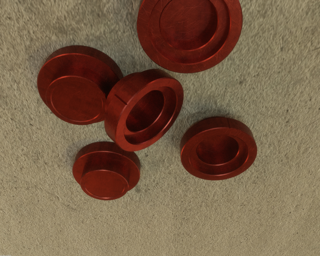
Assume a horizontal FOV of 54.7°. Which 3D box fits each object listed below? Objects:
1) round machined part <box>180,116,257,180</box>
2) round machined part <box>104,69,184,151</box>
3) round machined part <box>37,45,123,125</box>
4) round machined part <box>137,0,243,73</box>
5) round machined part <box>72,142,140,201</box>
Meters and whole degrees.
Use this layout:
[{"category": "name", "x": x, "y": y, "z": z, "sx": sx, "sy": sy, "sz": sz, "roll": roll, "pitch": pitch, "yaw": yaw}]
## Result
[{"category": "round machined part", "x": 0.076, "y": 0.023, "z": 0.416, "sx": 0.099, "sy": 0.042, "sz": 0.097, "roll": 0, "pitch": 130, "yaw": 0}, {"category": "round machined part", "x": -0.023, "y": -0.024, "z": 0.353, "sx": 0.099, "sy": 0.042, "sz": 0.097, "roll": -33, "pitch": 146, "yaw": -26}, {"category": "round machined part", "x": -0.092, "y": -0.042, "z": 0.360, "sx": 0.099, "sy": 0.042, "sz": 0.097, "roll": 0, "pitch": 130, "yaw": 0}, {"category": "round machined part", "x": 0.027, "y": -0.107, "z": 0.305, "sx": 0.099, "sy": 0.042, "sz": 0.097, "roll": 0, "pitch": 130, "yaw": 0}, {"category": "round machined part", "x": -0.079, "y": 0.069, "z": 0.454, "sx": 0.099, "sy": 0.042, "sz": 0.097, "roll": 0, "pitch": 130, "yaw": 0}]
